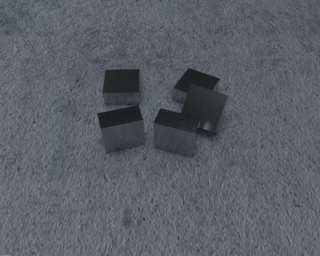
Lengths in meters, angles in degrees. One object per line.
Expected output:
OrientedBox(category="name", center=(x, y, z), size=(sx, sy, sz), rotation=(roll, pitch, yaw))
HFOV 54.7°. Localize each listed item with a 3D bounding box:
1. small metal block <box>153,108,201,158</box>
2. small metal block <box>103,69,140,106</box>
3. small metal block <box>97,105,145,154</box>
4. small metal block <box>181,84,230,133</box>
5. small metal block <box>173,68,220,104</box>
OrientedBox(category="small metal block", center=(0.020, 0.007, 0.381), size=(0.050, 0.050, 0.025), rotation=(14, 52, 12))
OrientedBox(category="small metal block", center=(-0.055, -0.060, 0.453), size=(0.050, 0.025, 0.050), rotation=(-1, 50, -1))
OrientedBox(category="small metal block", center=(-0.047, 0.002, 0.385), size=(0.050, 0.050, 0.025), rotation=(-12, 51, -10))
OrientedBox(category="small metal block", center=(0.058, -0.025, 0.407), size=(0.050, 0.025, 0.050), rotation=(20, 95, 16))
OrientedBox(category="small metal block", center=(0.053, -0.056, 0.450), size=(0.050, 0.025, 0.050), rotation=(23, 54, 18))
